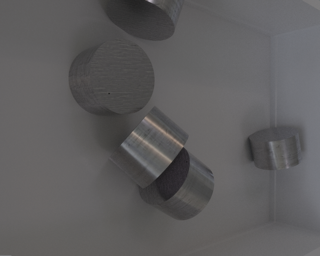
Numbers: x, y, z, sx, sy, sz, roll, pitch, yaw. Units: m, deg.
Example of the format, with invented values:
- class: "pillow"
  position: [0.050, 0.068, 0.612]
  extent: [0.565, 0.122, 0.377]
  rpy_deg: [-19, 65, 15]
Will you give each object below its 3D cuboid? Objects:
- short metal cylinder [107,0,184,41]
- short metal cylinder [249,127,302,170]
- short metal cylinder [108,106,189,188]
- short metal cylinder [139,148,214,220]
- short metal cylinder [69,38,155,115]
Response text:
- class: "short metal cylinder"
  position: [-0.015, -0.145, 0.358]
  extent: [0.080, 0.080, 0.050]
  rpy_deg: [27, 73, -37]
- class: "short metal cylinder"
  position: [0.201, 0.034, 0.539]
  extent: [0.081, 0.080, 0.050]
  rpy_deg: [-23, 105, -38]
- class: "short metal cylinder"
  position: [-0.013, 0.021, 0.351]
  extent: [0.050, 0.080, 0.080]
  rpy_deg: [41, 62, -4]
- class: "short metal cylinder"
  position: [0.020, 0.068, 0.388]
  extent: [0.050, 0.080, 0.080]
  rpy_deg: [40, 66, -33]
- class: "short metal cylinder"
  position: [-0.053, -0.054, 0.346]
  extent: [0.081, 0.050, 0.080]
  rpy_deg: [0, 90, -40]
